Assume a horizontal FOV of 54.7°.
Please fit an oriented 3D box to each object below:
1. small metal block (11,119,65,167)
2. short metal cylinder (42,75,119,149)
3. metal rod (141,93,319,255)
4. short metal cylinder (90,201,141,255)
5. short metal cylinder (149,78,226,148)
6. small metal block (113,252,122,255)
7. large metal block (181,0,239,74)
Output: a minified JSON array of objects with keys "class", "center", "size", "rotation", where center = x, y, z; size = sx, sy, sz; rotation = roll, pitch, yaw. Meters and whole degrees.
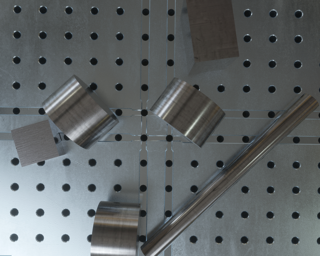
[{"class":"small metal block","center":[-0.161,0.020,0.412],"size":[0.050,0.025,0.050],"rotation":[-17,90,0]},{"class":"short metal cylinder","center":[-0.097,-0.020,0.385],"size":[0.050,0.080,0.080],"rotation":[-42,90,0]},{"class":"metal rod","center":[0.092,0.065,0.413],"size":[0.300,0.025,0.025],"rotation":[-43,90,0]},{"class":"short metal cylinder","center":[-0.052,0.133,0.385],"size":[0.050,0.080,0.080],"rotation":[4,90,0]},{"class":"short metal cylinder","center":[0.034,-0.018,0.386],"size":[0.080,0.080,0.050],"rotation":[37,90,0]},{"class":"small metal block","center":[-0.067,0.204,0.413],"size":[0.050,0.025,0.050],"rotation":[-25,90,0]},{"class":"large metal block","center":[0.058,-0.116,0.386],"size":[0.050,0.080,0.080],"rotation":[-8,90,0]}]
